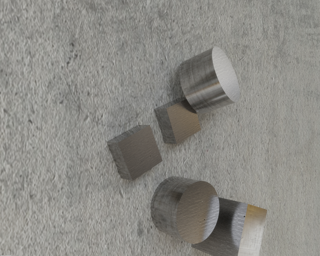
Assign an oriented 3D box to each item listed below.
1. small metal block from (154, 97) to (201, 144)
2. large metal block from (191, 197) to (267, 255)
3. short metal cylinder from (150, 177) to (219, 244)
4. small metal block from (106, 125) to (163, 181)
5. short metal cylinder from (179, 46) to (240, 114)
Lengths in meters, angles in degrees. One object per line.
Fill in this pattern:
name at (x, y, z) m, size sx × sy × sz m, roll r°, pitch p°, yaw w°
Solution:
small metal block at (0.025, -0.011, 0.426) m, size 0.050 × 0.025 × 0.050 m, roll -27°, pitch 107°, yaw -36°
large metal block at (0.100, 0.147, 0.453) m, size 0.050 × 0.080 × 0.080 m, roll 25°, pitch 75°, yaw -38°
short metal cylinder at (0.034, 0.108, 0.417) m, size 0.081 × 0.050 × 0.080 m, roll 0°, pitch 90°, yaw -40°
small metal block at (-0.030, 0.029, 0.379) m, size 0.050 × 0.025 × 0.050 m, roll -30°, pitch 109°, yaw -36°
short metal cylinder at (0.069, -0.065, 0.428) m, size 0.080 × 0.050 × 0.080 m, roll 33°, pitch 47°, yaw -44°
